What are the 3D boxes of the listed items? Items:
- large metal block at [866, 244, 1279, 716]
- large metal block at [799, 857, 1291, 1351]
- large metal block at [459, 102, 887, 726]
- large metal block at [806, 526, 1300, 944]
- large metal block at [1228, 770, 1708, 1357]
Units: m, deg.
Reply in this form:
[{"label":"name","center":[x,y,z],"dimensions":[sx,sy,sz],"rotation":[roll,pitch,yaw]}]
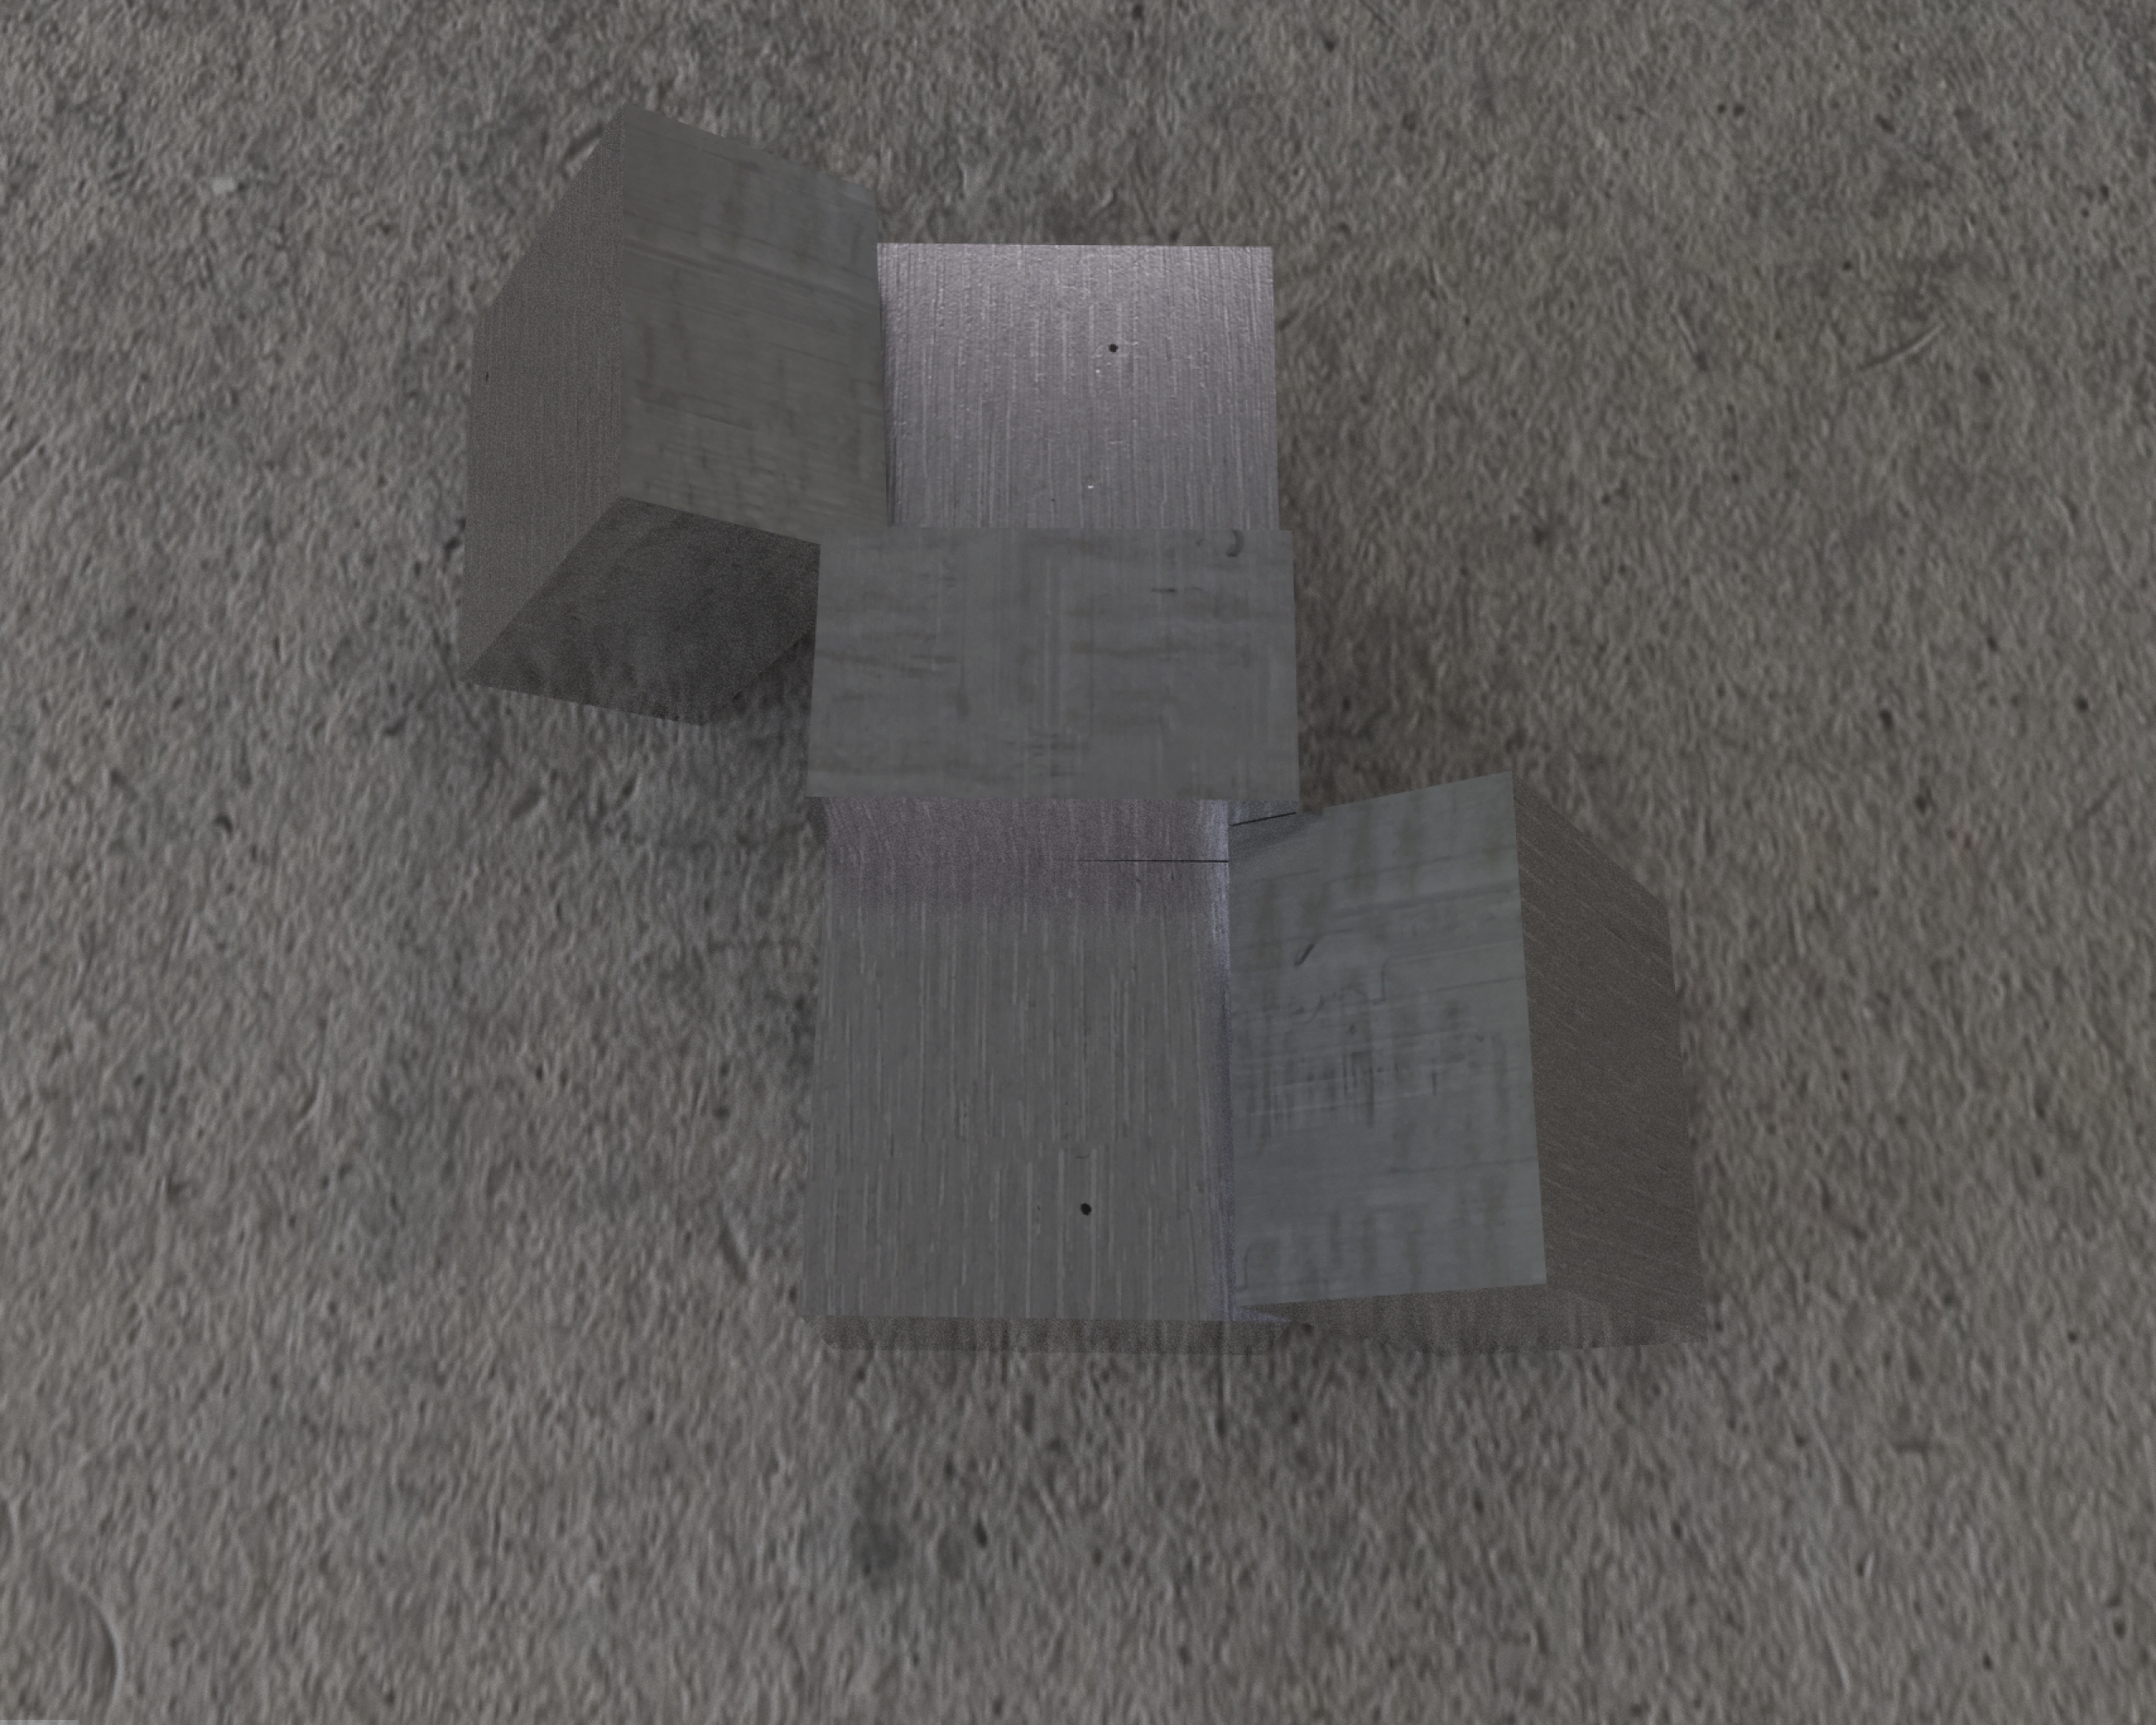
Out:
[{"label":"large metal block","center":[-0.002,-0.076,0.423],"dimensions":[0.080,0.050,0.080],"rotation":[1,70,0]},{"label":"large metal block","center":[-0.005,0.045,0.378],"dimensions":[0.080,0.050,0.080],"rotation":[1,70,0]},{"label":"large metal block","center":[-0.079,-0.082,0.400],"dimensions":[0.050,0.080,0.080],"rotation":[10,66,-33]},{"label":"large metal block","center":[-0.004,-0.021,0.386],"dimensions":[0.080,0.080,0.050],"rotation":[0,70,0]},{"label":"large metal block","center":[0.068,0.039,0.357],"dimensions":[0.050,0.080,0.080],"rotation":[-12,67,30]}]
